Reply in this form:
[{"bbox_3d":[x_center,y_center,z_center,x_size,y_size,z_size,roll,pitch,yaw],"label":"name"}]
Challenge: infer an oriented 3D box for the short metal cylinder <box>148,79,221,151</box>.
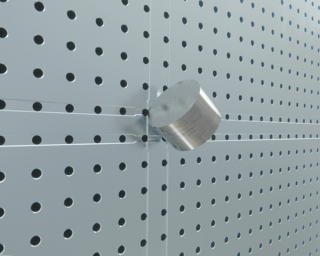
[{"bbox_3d":[0.031,-0.017,0.402,0.050,0.080,0.080,46,62,-31],"label":"short metal cylinder"}]
